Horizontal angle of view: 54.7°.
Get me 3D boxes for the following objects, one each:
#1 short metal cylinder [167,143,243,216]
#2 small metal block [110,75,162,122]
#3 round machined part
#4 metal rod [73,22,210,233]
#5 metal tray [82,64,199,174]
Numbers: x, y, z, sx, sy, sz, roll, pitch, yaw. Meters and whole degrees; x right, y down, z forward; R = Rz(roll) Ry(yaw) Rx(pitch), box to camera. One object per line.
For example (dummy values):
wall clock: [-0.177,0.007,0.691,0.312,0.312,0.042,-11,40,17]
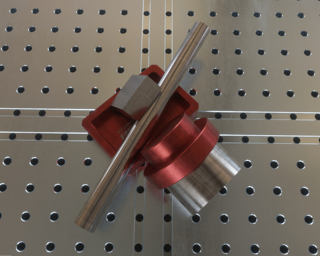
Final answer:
short metal cylinder: [0.049,0.056,0.361,0.080,0.080,0.050,-42,76,-14]
small metal block: [-0.031,-0.039,0.389,0.025,0.050,0.050,39,82,-27]
round machined part: [0.017,0.020,0.355,0.098,0.098,0.042,-44,98,-15]
metal rod: [-0.013,-0.015,0.385,0.025,0.025,0.300,27,72,9]
metal tray: [-0.024,-0.013,0.413,0.130,0.030,0.090,-41,76,-14]
